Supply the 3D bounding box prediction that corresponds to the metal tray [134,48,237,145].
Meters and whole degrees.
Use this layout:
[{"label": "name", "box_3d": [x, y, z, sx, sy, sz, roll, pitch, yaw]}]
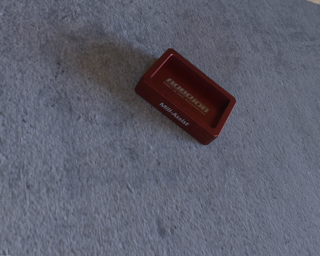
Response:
[{"label": "metal tray", "box_3d": [0.040, -0.047, 0.450, 0.130, 0.030, 0.090, 38, 51, -3]}]
